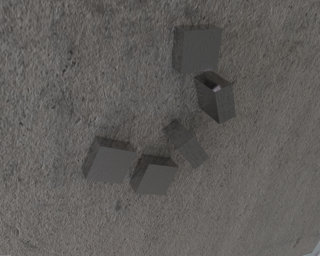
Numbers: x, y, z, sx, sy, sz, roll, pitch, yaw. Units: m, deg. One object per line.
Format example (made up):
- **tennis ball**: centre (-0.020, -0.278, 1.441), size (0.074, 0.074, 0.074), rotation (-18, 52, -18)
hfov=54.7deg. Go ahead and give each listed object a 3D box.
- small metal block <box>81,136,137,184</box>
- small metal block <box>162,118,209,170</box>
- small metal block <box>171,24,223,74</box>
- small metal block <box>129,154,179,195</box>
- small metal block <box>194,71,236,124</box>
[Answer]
- **small metal block**: centre (-0.066, 0.042, 0.397), size (0.050, 0.025, 0.050), rotation (14, 111, -34)
- **small metal block**: centre (0.035, 0.021, 0.423), size (0.025, 0.050, 0.050), rotation (-40, 130, -1)
- **small metal block**: centre (0.043, -0.095, 0.371), size (0.050, 0.025, 0.050), rotation (-11, 123, -23)
- **small metal block**: centre (-0.009, 0.068, 0.444), size (0.050, 0.025, 0.050), rotation (12, 112, -33)
- **small metal block**: centre (0.071, -0.041, 0.404), size (0.025, 0.050, 0.050), rotation (-26, 128, -12)
